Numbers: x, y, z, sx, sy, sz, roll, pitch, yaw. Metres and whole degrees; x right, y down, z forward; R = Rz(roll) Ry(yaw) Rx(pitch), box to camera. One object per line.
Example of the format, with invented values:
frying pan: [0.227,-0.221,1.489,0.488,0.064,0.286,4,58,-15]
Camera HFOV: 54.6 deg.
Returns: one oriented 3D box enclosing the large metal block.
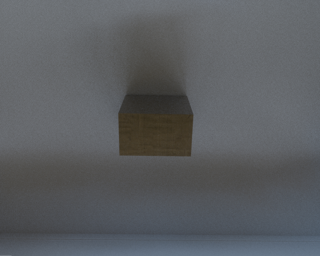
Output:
large metal block: [-0.005,-0.006,0.377,0.080,0.080,0.050,1,110,-1]
